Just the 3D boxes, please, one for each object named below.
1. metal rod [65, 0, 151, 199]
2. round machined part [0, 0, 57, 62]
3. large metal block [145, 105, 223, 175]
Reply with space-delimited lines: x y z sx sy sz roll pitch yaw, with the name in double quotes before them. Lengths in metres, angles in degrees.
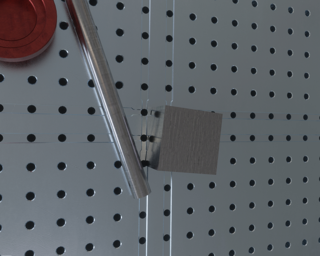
"metal rod" -0.069 -0.054 0.386 0.025 0.025 0.298 -20 97 -19
"round machined part" -0.166 -0.122 0.342 0.099 0.042 0.097 0 90 -20
"large metal block" 0.031 0.016 0.411 0.081 0.050 0.080 7 88 -20
